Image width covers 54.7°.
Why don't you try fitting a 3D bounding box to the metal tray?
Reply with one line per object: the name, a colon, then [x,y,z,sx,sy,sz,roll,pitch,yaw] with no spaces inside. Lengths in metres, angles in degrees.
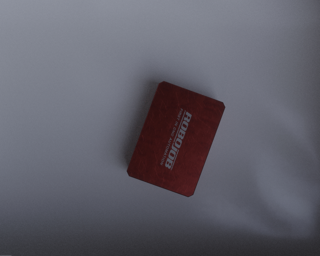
metal tray: [0.021,0.014,0.409,0.090,0.030,0.129,20,90,-1]
